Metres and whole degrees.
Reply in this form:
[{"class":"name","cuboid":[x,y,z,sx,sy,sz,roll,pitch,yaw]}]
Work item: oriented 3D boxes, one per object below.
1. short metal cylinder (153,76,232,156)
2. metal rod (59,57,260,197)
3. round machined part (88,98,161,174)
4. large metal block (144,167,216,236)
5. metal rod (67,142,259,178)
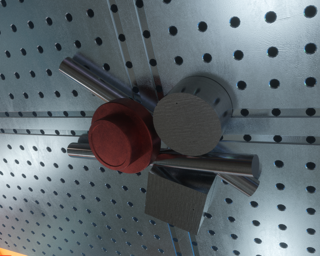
[{"class":"short metal cylinder","cuboid":[0.039,-0.014,0.363,0.080,0.050,0.079,13,124,20]},{"class":"metal rod","cuboid":[-0.005,-0.005,0.410,0.301,0.025,0.025,33,129,5]},{"class":"round machined part","cuboid":[-0.051,0.015,0.391,0.098,0.042,0.097,14,117,29]},{"class":"large metal block","cuboid":[0.028,0.090,0.432,0.080,0.050,0.079,18,126,17]},{"class":"metal rod","cuboid":[-0.020,0.038,0.420,0.300,0.025,0.025,1,119,35]}]
